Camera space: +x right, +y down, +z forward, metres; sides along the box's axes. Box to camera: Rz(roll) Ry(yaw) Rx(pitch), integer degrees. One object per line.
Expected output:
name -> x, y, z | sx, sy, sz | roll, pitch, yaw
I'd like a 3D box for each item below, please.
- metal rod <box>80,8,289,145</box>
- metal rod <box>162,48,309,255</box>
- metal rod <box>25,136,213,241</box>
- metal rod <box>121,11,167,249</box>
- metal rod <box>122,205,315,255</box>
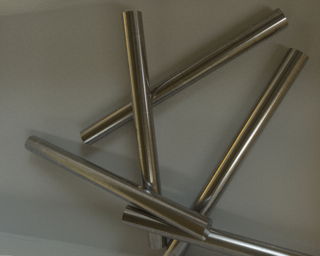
metal rod -> 0.018, -0.057, 0.403 | 0.300, 0.025, 0.025 | -30, 81, 17
metal rod -> 0.086, 0.043, 0.379 | 0.025, 0.025, 0.299 | 33, 100, 16
metal rod -> -0.073, 0.067, 0.408 | 0.300, 0.025, 0.025 | 19, 97, 28
metal rod -> -0.019, 0.007, 0.394 | 0.025, 0.025, 0.298 | -4, 97, 19
metal rod -> 0.101, 0.139, 0.355 | 0.301, 0.025, 0.025 | 12, 94, 12
